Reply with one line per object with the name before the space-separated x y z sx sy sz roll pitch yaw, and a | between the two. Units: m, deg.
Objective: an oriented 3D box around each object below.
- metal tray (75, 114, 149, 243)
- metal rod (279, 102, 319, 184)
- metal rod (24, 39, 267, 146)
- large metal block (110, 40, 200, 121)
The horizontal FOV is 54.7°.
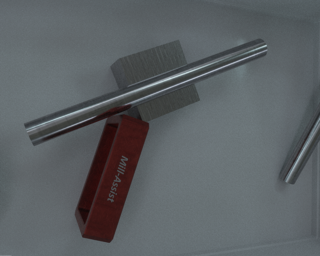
metal tray | -0.058 0.051 0.355 0.030 0.090 0.129 20 83 -19
metal rod | 0.251 -0.050 0.442 0.025 0.025 0.298 14 110 -20
metal rod | 0.001 -0.049 0.358 0.302 0.025 0.025 -23 98 -19
large metal block | -0.007 -0.057 0.396 0.081 0.050 0.080 -23 98 -19
